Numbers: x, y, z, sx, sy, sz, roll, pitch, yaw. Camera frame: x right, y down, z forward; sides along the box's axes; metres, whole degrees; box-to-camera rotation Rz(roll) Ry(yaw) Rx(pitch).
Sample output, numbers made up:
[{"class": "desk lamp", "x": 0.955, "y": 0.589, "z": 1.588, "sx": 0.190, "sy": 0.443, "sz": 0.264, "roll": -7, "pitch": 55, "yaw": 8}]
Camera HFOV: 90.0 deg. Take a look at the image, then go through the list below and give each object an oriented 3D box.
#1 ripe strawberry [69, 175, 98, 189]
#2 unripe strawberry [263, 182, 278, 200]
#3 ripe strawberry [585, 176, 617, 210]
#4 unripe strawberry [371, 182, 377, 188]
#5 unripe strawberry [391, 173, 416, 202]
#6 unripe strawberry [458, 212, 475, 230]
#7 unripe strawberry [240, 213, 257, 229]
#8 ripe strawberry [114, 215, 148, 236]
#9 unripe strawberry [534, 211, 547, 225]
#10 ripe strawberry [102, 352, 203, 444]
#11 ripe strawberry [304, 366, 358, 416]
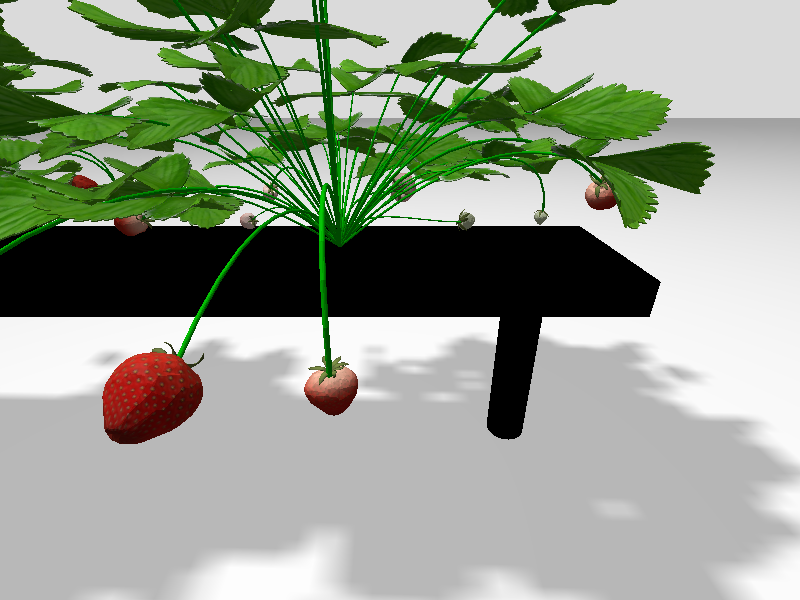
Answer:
[{"class": "ripe strawberry", "x": -0.428, "y": -0.153, "z": 0.542, "sx": 0.035, "sy": 0.031, "sz": 0.032, "roll": 9, "pitch": 27, "yaw": 18}, {"class": "unripe strawberry", "x": -0.172, "y": -0.142, "z": 0.530, "sx": 0.020, "sy": 0.023, "sz": 0.022, "roll": -15, "pitch": -5, "yaw": -28}, {"class": "ripe strawberry", "x": 0.245, "y": -0.126, "z": 0.476, "sx": 0.041, "sy": 0.043, "sz": 0.038, "roll": 35, "pitch": 6, "yaw": -35}, {"class": "unripe strawberry", "x": -0.038, "y": -0.170, "z": 0.589, "sx": 0.009, "sy": 0.010, "sz": 0.010, "roll": 2, "pitch": 26, "yaw": 3}, {"class": "unripe strawberry", "x": 0.006, "y": -0.148, "z": 0.524, "sx": 0.033, "sy": 0.038, "sz": 0.036, "roll": 8, "pitch": 27, "yaw": 16}, {"class": "unripe strawberry", "x": 0.069, "y": -0.081, "z": 0.410, "sx": 0.017, "sy": 0.018, "sz": 0.016, "roll": -10, "pitch": 28, "yaw": -21}, {"class": "unripe strawberry", "x": -0.158, "y": -0.081, "z": 0.415, "sx": 0.017, "sy": 0.017, "sz": 0.016, "roll": 0, "pitch": 23, "yaw": 32}, {"class": "ripe strawberry", "x": -0.263, "y": -0.076, "z": 0.391, "sx": 0.030, "sy": 0.026, "sz": 0.030, "roll": -4, "pitch": 25, "yaw": 12}, {"class": "unripe strawberry", "x": 0.138, "y": -0.081, "z": 0.393, "sx": 0.011, "sy": 0.013, "sz": 0.013, "roll": -5, "pitch": 27, "yaw": -10}, {"class": "ripe strawberry", "x": -0.096, "y": 0.039, "z": 0.154, "sx": 0.032, "sy": 0.034, "sz": 0.035, "roll": 5, "pitch": 37, "yaw": 9}, {"class": "ripe strawberry", "x": -0.027, "y": 0.037, "z": 0.161, "sx": 0.021, "sy": 0.021, "sz": 0.018, "roll": -3, "pitch": 26, "yaw": -6}]
